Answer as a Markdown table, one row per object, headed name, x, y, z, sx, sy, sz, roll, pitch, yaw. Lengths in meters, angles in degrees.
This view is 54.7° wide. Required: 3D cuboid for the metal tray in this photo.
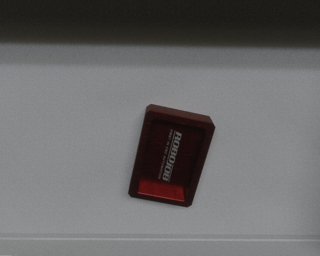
| name | x | y | z | sx | sy | sz | roll | pitch | yaw |
| --- | --- | --- | --- | --- | --- | --- | --- | --- | --- |
| metal tray | 0.013 | 0.040 | 0.423 | 0.091 | 0.030 | 0.129 | 12 | 110 | -5 |
